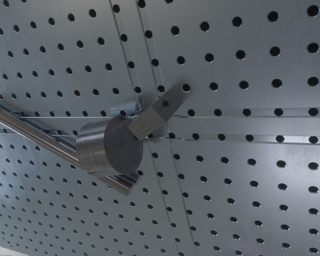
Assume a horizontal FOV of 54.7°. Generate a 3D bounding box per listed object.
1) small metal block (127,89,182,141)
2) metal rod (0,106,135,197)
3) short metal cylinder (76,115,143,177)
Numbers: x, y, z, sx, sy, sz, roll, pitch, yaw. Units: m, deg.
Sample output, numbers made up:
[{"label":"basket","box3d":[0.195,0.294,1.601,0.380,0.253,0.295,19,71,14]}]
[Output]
[{"label":"small metal block","box3d":[-0.007,-0.016,0.389,0.025,0.050,0.050,49,129,-6]},{"label":"metal rod","box3d":[-0.177,0.031,0.523,0.301,0.025,0.025,27,128,10]},{"label":"short metal cylinder","box3d":[-0.068,0.026,0.428,0.050,0.080,0.080,-11,113,33]}]
